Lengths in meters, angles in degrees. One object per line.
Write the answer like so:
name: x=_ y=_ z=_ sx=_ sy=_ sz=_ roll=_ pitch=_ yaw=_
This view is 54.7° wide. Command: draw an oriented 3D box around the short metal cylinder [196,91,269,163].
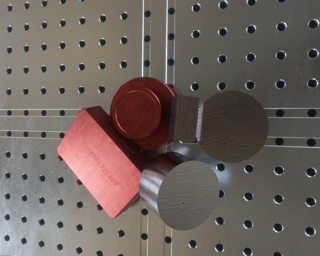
short metal cylinder: x=0.086 y=-0.001 z=0.365 sx=0.080 sy=0.050 sz=0.079 roll=0 pitch=90 yaw=20

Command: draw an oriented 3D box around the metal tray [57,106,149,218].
metal tray: x=-0.074 y=0.045 z=0.420 sx=0.130 sy=0.030 sz=0.090 roll=47 pitch=119 yaw=13

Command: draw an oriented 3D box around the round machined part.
round machined part: x=-0.023 y=-0.019 z=0.407 sx=0.098 sy=0.042 sz=0.097 roll=0 pitch=90 yaw=19

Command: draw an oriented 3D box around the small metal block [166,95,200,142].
small metal block: x=0.026 y=-0.011 z=0.367 sx=0.025 sy=0.050 sz=0.050 roll=5 pitch=91 yaw=-8

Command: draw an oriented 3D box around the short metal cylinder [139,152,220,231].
short metal cylinder: x=0.022 y=0.072 z=0.365 sx=0.050 sy=0.081 sz=0.079 roll=16 pitch=97 yaw=63
